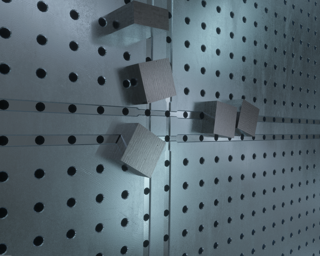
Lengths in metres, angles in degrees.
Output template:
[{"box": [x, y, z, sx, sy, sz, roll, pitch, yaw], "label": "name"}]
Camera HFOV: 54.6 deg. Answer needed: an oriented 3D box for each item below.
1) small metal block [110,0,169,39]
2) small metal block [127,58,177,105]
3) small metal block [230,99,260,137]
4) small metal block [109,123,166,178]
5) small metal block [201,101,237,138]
[{"box": [-0.025, -0.127, 0.371, 0.050, 0.050, 0.025, -3, 92, -40], "label": "small metal block"}, {"box": [-0.010, -0.060, 0.400, 0.050, 0.025, 0.050, -21, 103, -38], "label": "small metal block"}, {"box": [0.140, -0.016, 0.525, 0.050, 0.025, 0.050, 22, 76, -38], "label": "small metal block"}, {"box": [-0.027, 0.028, 0.386, 0.050, 0.025, 0.050, 37, 67, -34], "label": "small metal block"}, {"box": [0.093, -0.013, 0.486, 0.050, 0.025, 0.050, 12, 82, -39], "label": "small metal block"}]
